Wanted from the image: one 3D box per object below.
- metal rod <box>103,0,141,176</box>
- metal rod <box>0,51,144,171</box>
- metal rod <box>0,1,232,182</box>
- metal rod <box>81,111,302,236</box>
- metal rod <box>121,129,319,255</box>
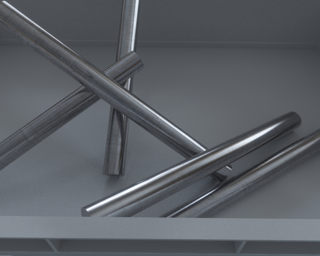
[{"bbox_3d":[-0.045,-0.089,0.401,0.025,0.025,0.299,3,74,2],"label":"metal rod"},{"bbox_3d":[-0.144,0.008,0.347,0.301,0.025,0.025,-37,59,-10],"label":"metal rod"},{"bbox_3d":[-0.044,-0.033,0.341,0.301,0.025,0.025,36,53,-9],"label":"metal rod"},{"bbox_3d":[0.060,0.033,0.334,0.302,0.025,0.025,-20,52,-34],"label":"metal rod"},{"bbox_3d":[0.097,0.062,0.354,0.302,0.025,0.025,-24,54,-19],"label":"metal rod"}]
